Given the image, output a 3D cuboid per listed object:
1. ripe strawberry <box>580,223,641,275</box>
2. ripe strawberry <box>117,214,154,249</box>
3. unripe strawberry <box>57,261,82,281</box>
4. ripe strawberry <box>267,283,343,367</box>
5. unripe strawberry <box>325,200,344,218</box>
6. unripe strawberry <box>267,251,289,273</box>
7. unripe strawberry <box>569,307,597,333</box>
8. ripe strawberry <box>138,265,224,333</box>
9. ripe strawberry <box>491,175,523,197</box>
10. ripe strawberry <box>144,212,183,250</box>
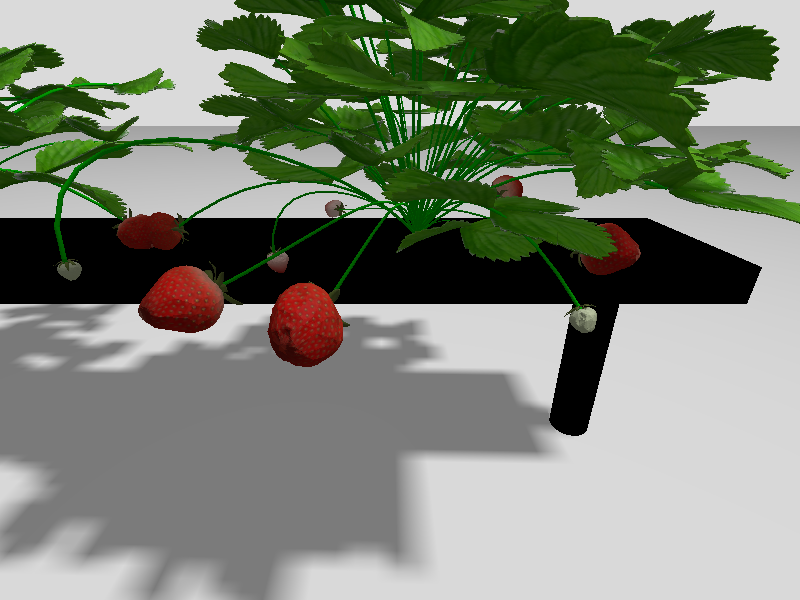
[{"bbox_3d":[0.138,-0.032,0.264,0.035,0.034,0.038,19,31,34],"label":"ripe strawberry"},{"bbox_3d":[-0.204,-0.052,0.315,0.028,0.027,0.030,36,26,-6],"label":"ripe strawberry"},{"bbox_3d":[-0.193,-0.017,0.234,0.011,0.011,0.011,-15,29,-29],"label":"unripe strawberry"},{"bbox_3d":[-0.041,0.012,0.169,0.031,0.036,0.034,7,27,14],"label":"ripe strawberry"},{"bbox_3d":[-0.069,-0.096,0.418,0.020,0.017,0.020,19,31,35],"label":"unripe strawberry"},{"bbox_3d":[-0.083,-0.026,0.274,0.015,0.015,0.016,-22,33,-38],"label":"unripe strawberry"},{"bbox_3d":[0.092,0.010,0.200,0.014,0.012,0.012,-11,-19,-22],"label":"unripe strawberry"},{"bbox_3d":[-0.107,0.000,0.196,0.036,0.031,0.036,17,31,32],"label":"ripe strawberry"},{"bbox_3d":[0.122,-0.122,0.454,0.037,0.039,0.040,22,32,39],"label":"ripe strawberry"},{"bbox_3d":[-0.193,-0.055,0.320,0.032,0.031,0.029,-8,26,-7],"label":"ripe strawberry"}]
